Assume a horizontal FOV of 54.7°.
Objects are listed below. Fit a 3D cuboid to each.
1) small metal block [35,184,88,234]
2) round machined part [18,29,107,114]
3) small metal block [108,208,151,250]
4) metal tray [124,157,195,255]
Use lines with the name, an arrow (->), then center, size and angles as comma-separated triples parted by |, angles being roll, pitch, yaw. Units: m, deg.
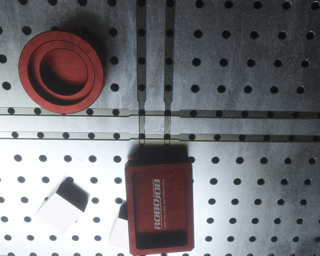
small metal block -> -0.144, 0.119, 0.455 | 0.050, 0.025, 0.050 | 41, 105, -14
round machined part -> -0.114, -0.070, 0.377 | 0.099, 0.042, 0.097 | 0, 110, -1
small metal block -> -0.046, 0.155, 0.470 | 0.050, 0.025, 0.050 | 19, 109, -8
metal tray -> 0.000, 0.109, 0.433 | 0.091, 0.030, 0.129 | -3, 99, -5
